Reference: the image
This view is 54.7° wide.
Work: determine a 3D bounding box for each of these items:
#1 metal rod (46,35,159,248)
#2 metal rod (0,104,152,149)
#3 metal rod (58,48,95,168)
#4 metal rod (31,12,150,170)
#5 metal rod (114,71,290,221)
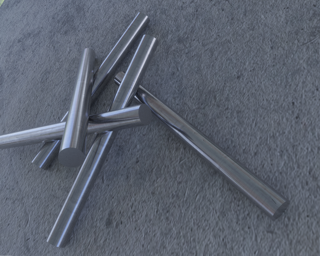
[{"bbox_3d":[-0.071,0.009,0.414,0.025,0.025,0.299,15,76,34],"label":"metal rod"},{"bbox_3d":[-0.139,0.004,0.433,0.300,0.025,0.025,-9,58,34],"label":"metal rod"},{"bbox_3d":[-0.107,-0.051,0.428,0.025,0.025,0.300,-29,32,10],"label":"metal rod"},{"bbox_3d":[-0.105,-0.067,0.500,0.025,0.025,0.300,22,73,36],"label":"metal rod"},{"bbox_3d":[0.028,0.001,0.388,0.025,0.025,0.300,-46,51,-3],"label":"metal rod"}]
